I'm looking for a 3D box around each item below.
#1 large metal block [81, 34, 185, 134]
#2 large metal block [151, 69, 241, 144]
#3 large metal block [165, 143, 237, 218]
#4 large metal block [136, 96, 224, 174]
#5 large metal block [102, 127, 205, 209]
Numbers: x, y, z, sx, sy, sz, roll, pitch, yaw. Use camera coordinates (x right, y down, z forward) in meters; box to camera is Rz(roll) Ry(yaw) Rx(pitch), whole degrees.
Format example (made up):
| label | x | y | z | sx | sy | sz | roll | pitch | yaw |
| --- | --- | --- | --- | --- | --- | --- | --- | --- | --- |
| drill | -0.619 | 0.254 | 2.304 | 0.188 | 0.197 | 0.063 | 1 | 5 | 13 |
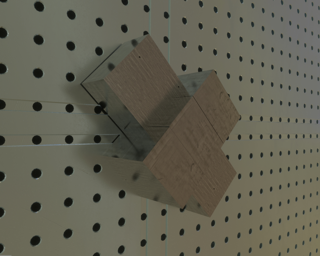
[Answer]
| label | x | y | z | sx | sy | sz | roll | pitch | yaw |
| --- | --- | --- | --- | --- | --- | --- | --- | --- | --- |
| large metal block | -0.029 | -0.050 | 0.367 | 0.080 | 0.050 | 0.080 | -52 | 121 | -26 |
| large metal block | 0.047 | -0.026 | 0.416 | 0.050 | 0.080 | 0.080 | -52 | 121 | -27 |
| large metal block | 0.054 | 0.065 | 0.441 | 0.080 | 0.050 | 0.080 | -51 | 120 | -27 |
| large metal block | 0.019 | 0.009 | 0.392 | 0.050 | 0.080 | 0.080 | -52 | 121 | -27 |
| large metal block | -0.008 | 0.044 | 0.369 | 0.050 | 0.080 | 0.080 | -52 | 121 | -27 |
